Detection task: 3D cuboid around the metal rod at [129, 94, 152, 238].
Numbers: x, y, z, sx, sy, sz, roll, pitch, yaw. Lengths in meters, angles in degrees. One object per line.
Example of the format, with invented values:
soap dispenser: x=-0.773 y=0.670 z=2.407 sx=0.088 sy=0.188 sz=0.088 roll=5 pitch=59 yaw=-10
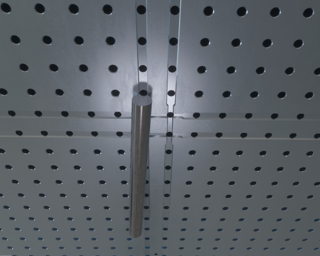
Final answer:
metal rod: x=-0.034 y=0.079 z=0.477 sx=0.025 sy=0.025 sz=0.298 roll=3 pitch=130 yaw=-3
